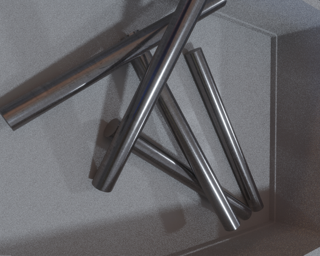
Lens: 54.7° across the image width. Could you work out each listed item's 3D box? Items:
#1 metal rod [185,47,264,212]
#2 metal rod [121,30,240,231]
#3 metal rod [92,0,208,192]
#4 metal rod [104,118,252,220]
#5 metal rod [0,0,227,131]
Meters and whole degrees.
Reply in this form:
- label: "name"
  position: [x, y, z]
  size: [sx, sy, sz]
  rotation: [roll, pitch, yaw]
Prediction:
- label: "metal rod"
  position: [0.110, 0.015, 0.498]
  size: [0.025, 0.025, 0.299]
  rotation: [-40, 115, -33]
- label: "metal rod"
  position: [0.034, 0.013, 0.411]
  size: [0.025, 0.025, 0.299]
  rotation: [-38, 107, -33]
- label: "metal rod"
  position: [0.001, -0.064, 0.326]
  size: [0.025, 0.025, 0.298]
  rotation: [19, 103, -39]
- label: "metal rod"
  position: [0.044, 0.072, 0.443]
  size: [0.301, 0.025, 0.025]
  rotation: [36, 68, -34]
- label: "metal rod"
  position: [-0.032, -0.090, 0.348]
  size: [0.302, 0.025, 0.025]
  rotation: [-37, 113, -24]
